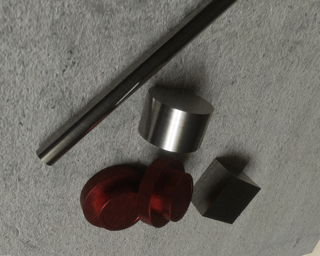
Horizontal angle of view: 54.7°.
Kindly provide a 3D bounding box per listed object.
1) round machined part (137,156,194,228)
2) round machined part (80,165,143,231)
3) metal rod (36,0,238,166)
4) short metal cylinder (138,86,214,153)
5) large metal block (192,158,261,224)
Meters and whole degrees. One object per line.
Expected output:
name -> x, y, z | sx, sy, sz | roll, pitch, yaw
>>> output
round machined part -> 0.013, 0.091, 0.429 | 0.099, 0.042, 0.097 | -29, 125, -53
round machined part -> -0.057, 0.103, 0.429 | 0.099, 0.042, 0.097 | -14, 124, -21
metal rod -> -0.020, -0.065, 0.355 | 0.300, 0.025, 0.025 | -42, 130, 0
short metal cylinder -> 0.019, -0.012, 0.374 | 0.081, 0.080, 0.050 | 3, 117, -30
large metal block -> 0.106, 0.106, 0.515 | 0.080, 0.050, 0.080 | 26, 104, -37
